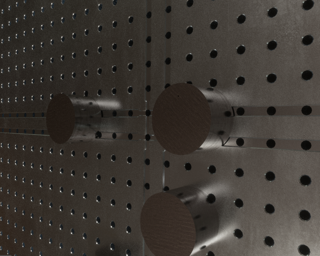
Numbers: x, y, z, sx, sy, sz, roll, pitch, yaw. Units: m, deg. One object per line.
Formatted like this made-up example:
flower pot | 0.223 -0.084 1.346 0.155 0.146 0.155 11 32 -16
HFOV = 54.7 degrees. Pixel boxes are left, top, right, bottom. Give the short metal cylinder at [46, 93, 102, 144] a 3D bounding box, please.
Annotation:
short metal cylinder | -0.142 -0.015 0.507 0.080 0.050 0.079 0 90 39

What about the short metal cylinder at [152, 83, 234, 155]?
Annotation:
short metal cylinder | 0.037 -0.010 0.361 0.080 0.050 0.079 0 90 39

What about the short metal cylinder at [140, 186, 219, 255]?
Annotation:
short metal cylinder | 0.023 0.114 0.373 0.080 0.050 0.079 0 90 39
